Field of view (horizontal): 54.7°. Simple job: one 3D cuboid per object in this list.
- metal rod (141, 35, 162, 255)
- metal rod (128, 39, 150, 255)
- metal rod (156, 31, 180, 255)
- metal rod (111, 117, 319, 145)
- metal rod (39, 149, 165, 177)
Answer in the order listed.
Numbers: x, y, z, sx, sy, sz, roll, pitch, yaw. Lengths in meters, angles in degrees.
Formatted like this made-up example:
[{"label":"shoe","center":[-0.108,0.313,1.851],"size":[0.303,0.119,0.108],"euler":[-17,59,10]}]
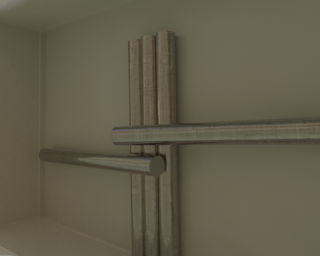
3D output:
[{"label":"metal rod","center":[-0.010,0.029,0.411],"size":[0.025,0.025,0.298],"euler":[-2,89,39]},{"label":"metal rod","center":[-0.029,0.029,0.427],"size":[0.025,0.025,0.298],"euler":[-2,89,39]},{"label":"metal rod","center":[0.010,0.028,0.395],"size":[0.025,0.025,0.298],"euler":[-2,89,39]},{"label":"metal rod","center":[0.070,0.005,0.324],"size":[0.300,0.025,0.025],"euler":[-2,89,33]},{"label":"metal rod","center":[-0.109,0.048,0.471],"size":[0.300,0.025,0.025],"euler":[-1,89,45]}]
